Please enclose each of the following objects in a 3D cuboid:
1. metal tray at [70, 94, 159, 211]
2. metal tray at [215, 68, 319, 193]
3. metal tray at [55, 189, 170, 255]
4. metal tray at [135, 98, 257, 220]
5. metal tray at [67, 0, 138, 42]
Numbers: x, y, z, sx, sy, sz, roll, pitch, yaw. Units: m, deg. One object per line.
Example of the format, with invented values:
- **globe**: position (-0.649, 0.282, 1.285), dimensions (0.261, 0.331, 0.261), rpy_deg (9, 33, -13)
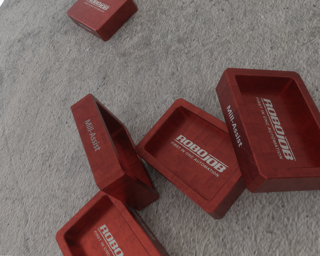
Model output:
- **metal tray**: position (-0.055, 0.028, 0.373), dimensions (0.030, 0.090, 0.130), rpy_deg (-35, 51, 6)
- **metal tray**: position (0.116, -0.003, 0.310), dimensions (0.091, 0.030, 0.130), rpy_deg (1, 54, -13)
- **metal tray**: position (-0.052, 0.138, 0.342), dimensions (0.090, 0.030, 0.130), rpy_deg (-44, 51, -3)
- **metal tray**: position (0.043, 0.030, 0.359), dimensions (0.090, 0.030, 0.130), rpy_deg (-49, 52, -7)
- **metal tray**: position (-0.115, -0.228, 0.601), dimensions (0.090, 0.030, 0.130), rpy_deg (-48, 51, -6)
